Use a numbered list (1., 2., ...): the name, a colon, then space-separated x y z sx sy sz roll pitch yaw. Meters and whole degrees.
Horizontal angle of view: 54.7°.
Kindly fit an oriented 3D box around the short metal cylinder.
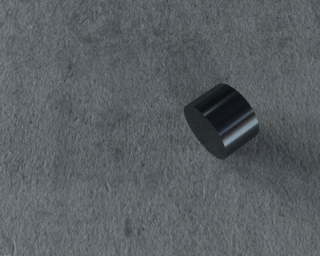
1. short metal cylinder: 0.074 -0.008 0.383 0.050 0.080 0.080 -35 74 -12
